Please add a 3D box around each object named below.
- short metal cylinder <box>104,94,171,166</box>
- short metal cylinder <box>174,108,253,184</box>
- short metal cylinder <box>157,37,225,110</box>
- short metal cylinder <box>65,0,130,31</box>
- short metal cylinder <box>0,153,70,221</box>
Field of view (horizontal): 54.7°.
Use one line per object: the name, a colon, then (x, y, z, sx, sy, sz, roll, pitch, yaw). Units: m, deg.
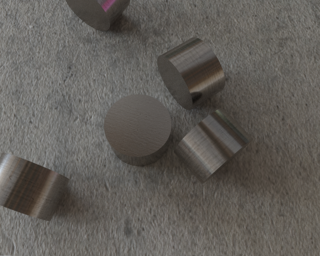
short metal cylinder: (-0.027, 0.004, 0.393, 0.081, 0.050, 0.080, 0, 70, 0)
short metal cylinder: (0.064, 0.022, 0.372, 0.080, 0.080, 0.050, -38, 75, -13)
short metal cylinder: (0.039, -0.070, 0.405, 0.050, 0.080, 0.080, -32, 74, -11)
short metal cylinder: (-0.091, -0.188, 0.447, 0.080, 0.080, 0.050, 31, 73, 10)
short metal cylinder: (-0.152, 0.067, 0.352, 0.080, 0.080, 0.050, 19, 71, 6)
